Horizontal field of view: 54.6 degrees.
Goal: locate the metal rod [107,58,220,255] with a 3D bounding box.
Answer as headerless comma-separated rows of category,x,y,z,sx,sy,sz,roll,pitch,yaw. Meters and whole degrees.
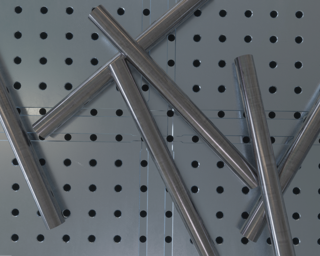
metal rod,0.010,0.053,0.401,0.025,0.025,0.299,-26,95,0

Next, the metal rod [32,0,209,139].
metal rod,-0.046,-0.093,0.412,0.300,0.025,0.025,-40,90,0

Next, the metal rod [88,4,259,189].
metal rod,0.024,-0.035,0.397,0.025,0.025,0.300,-44,97,0

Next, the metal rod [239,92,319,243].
metal rod,0.192,0.016,0.414,0.025,0.025,0.299,30,90,0

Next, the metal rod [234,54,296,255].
metal rod,0.136,0.052,0.394,0.025,0.025,0.299,-9,82,0

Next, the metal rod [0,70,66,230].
metal rod,-0.197,-0.008,0.412,0.025,0.025,0.299,-23,90,0
